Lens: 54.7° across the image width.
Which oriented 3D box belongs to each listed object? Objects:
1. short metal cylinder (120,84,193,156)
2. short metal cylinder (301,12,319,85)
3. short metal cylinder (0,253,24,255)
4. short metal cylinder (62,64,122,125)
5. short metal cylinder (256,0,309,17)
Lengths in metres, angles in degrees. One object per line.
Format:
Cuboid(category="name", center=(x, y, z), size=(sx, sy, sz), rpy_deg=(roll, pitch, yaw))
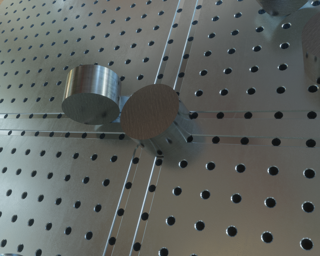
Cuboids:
Cuboid(category="short metal cylinder", center=(-0.003, -0.010, 0.399), size=(0.080, 0.050, 0.080), rpy_deg=(-13, 57, 21))
Cuboid(category="short metal cylinder", center=(0.202, -0.090, 0.342), size=(0.080, 0.050, 0.080), rpy_deg=(-13, 56, 20))
Cuboid(category="short metal cylinder", center=(-0.194, 0.188, 0.357), size=(0.080, 0.080, 0.050), rpy_deg=(-32, 52, 7))
Cuboid(category="short metal cylinder", center=(-0.098, -0.046, 0.451), size=(0.080, 0.080, 0.050), rpy_deg=(-14, 56, 20))
Cuboid(category="short metal cylinder", center=(0.161, -0.197, 0.409), size=(0.080, 0.080, 0.050), rpy_deg=(-27, 53, 11))
